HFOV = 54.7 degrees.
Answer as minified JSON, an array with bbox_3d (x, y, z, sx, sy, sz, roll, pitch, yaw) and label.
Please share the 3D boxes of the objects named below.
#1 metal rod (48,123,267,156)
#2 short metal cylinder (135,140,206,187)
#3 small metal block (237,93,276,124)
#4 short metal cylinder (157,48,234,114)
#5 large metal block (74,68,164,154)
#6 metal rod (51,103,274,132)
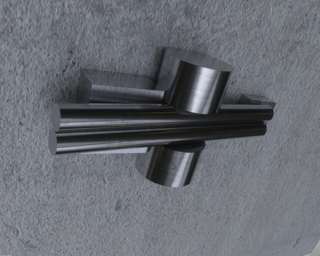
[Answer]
[{"bbox_3d":[0.025,0.007,0.368,0.302,0.025,0.025,-3,120,-36],"label":"metal rod"},{"bbox_3d":[0.013,0.031,0.399,0.081,0.080,0.050,1,118,-29],"label":"short metal cylinder"},{"bbox_3d":[0.141,-0.023,0.472,0.050,0.025,0.050,3,117,-30],"label":"small metal block"},{"bbox_3d":[0.039,-0.056,0.359,0.081,0.080,0.050,1,118,-29],"label":"short metal cylinder"},{"bbox_3d":[-0.051,-0.018,0.353,0.081,0.050,0.079,2,118,-29],"label":"large metal block"},{"bbox_3d":[0.031,-0.015,0.358,0.302,0.025,0.025,-3,120,-36],"label":"metal rod"}]
